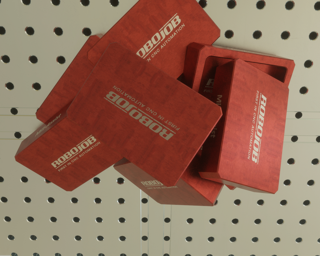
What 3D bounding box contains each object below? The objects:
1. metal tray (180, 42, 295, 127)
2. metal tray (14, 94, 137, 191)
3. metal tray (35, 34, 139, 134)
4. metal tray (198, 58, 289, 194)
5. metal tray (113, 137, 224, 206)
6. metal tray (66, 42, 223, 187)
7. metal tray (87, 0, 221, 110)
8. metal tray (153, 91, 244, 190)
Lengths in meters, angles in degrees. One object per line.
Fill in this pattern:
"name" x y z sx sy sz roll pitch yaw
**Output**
"metal tray" 0.090 -0.047 0.370 0.131 0.030 0.089 2 111 -22
"metal tray" -0.105 0.023 0.394 0.130 0.030 0.090 -33 123 23
"metal tray" -0.083 -0.041 0.394 0.090 0.030 0.130 37 106 -13
"metal tray" 0.096 0.000 0.344 0.091 0.030 0.130 19 74 -29
"metal tray" 0.005 0.058 0.385 0.090 0.130 0.030 41 63 -15
"metal tray" -0.016 -0.014 0.311 0.130 0.030 0.090 34 93 9
"metal tray" -0.007 -0.096 0.355 0.130 0.030 0.090 -45 107 0
"metal tray" 0.050 0.007 0.382 0.130 0.090 0.030 43 105 -13
